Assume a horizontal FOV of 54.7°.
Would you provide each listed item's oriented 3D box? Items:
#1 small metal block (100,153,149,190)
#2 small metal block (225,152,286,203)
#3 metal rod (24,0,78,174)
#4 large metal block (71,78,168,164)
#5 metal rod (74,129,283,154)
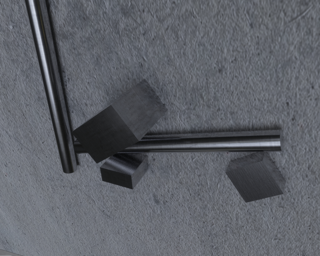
[{"bbox_3d":[-0.051,0.058,0.452,0.050,0.050,0.025,11,123,22],"label":"small metal block"},{"bbox_3d":[0.118,0.060,0.381,0.050,0.025,0.050,-26,105,36],"label":"small metal block"},{"bbox_3d":[-0.155,-0.057,0.450,0.025,0.025,0.298,13,124,21],"label":"metal rod"},{"bbox_3d":[-0.049,-0.009,0.390,0.080,0.080,0.050,-28,103,37],"label":"large metal block"},{"bbox_3d":[0.004,0.021,0.416,0.300,0.025,0.025,-3,117,29],"label":"metal rod"}]
